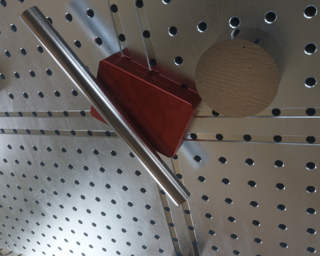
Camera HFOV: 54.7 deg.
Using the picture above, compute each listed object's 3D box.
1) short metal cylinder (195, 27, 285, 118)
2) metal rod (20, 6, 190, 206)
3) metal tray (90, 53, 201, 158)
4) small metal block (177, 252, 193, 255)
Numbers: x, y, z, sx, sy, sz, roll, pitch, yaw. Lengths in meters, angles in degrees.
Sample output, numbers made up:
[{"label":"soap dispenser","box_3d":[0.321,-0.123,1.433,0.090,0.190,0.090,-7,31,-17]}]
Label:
[{"label":"short metal cylinder","box_3d":[0.082,-0.057,0.316,0.080,0.050,0.079,13,124,20]},{"label":"metal rod","box_3d":[-0.063,-0.021,0.389,0.025,0.025,0.300,-32,101,38]},{"label":"metal tray","box_3d":[-0.023,-0.028,0.401,0.130,0.030,0.089,28,128,10]},{"label":"small metal block","box_3d":[0.033,0.246,0.528,0.025,0.050,0.050,49,128,-6]}]
